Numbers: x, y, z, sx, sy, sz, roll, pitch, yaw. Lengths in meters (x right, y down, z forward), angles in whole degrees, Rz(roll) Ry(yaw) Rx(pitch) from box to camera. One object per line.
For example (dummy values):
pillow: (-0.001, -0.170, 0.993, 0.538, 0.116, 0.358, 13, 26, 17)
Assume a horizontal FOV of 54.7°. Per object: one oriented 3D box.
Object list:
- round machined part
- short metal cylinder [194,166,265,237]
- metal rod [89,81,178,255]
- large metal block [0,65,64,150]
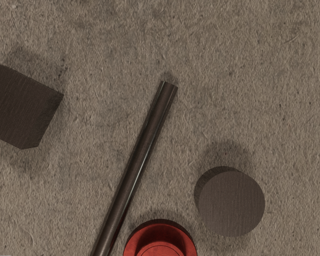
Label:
round machined part: (0.000, 0.173, 0.402, 0.099, 0.042, 0.097, 0, 90, -1)
short metal cylinder: (0.087, 0.092, 0.399, 0.081, 0.050, 0.079, 0, 90, -1)
metal rod: (-0.044, 0.081, 0.409, 0.025, 0.025, 0.299, 22, 90, -1)
large metal block: (-0.184, -0.027, 0.395, 0.080, 0.050, 0.080, 27, 90, -1)
